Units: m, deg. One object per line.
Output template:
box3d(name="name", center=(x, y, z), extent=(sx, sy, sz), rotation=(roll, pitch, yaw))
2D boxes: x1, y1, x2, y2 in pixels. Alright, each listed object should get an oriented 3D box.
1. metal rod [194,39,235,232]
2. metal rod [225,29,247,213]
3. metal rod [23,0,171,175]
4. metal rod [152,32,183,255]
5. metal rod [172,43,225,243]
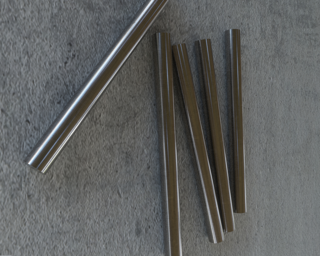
box3d(name="metal rod", center=(0.086, 0.016, 0.479), extent=(0.025, 0.025, 0.298), rotation=(-15, 100, -39))
box3d(name="metal rod", center=(0.125, -0.010, 0.512), extent=(0.025, 0.025, 0.298), rotation=(-5, 93, -40))
box3d(name="metal rod", center=(-0.053, -0.080, 0.361), extent=(0.025, 0.025, 0.300), rotation=(45, 63, -31))
box3d(name="metal rod", center=(0.010, 0.026, 0.415), extent=(0.025, 0.025, 0.298), rotation=(-6, 94, -40))
box3d(name="metal rod", center=(0.055, 0.029, 0.453), extent=(0.025, 0.025, 0.298), rotation=(-21, 104, -38))
